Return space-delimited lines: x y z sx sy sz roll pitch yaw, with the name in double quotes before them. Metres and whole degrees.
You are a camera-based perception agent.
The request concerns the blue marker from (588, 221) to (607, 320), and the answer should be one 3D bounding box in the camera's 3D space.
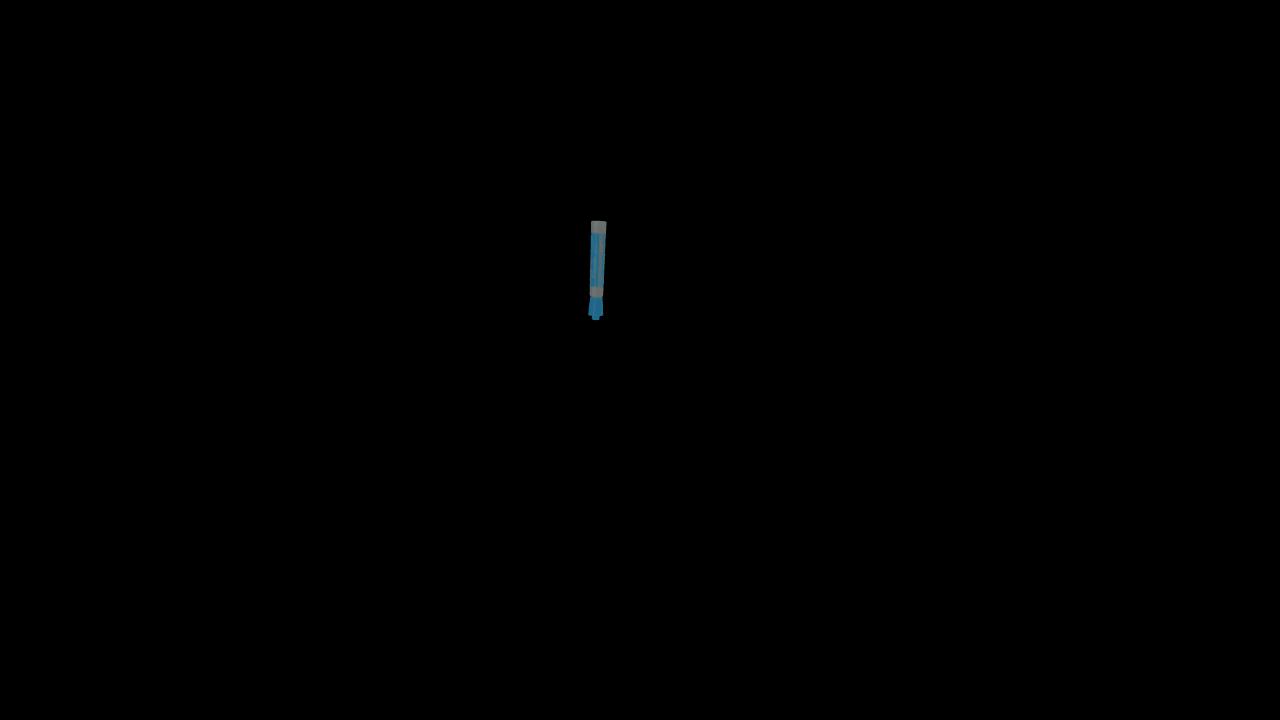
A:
"blue marker" -0.053 -0.110 0.758 0.020 0.121 0.020 2 10 0
